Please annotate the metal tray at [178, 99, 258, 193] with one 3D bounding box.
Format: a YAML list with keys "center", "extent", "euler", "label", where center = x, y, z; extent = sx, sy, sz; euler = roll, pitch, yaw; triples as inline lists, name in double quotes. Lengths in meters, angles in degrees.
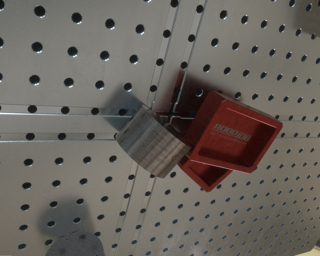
- center: [0.094, 0.030, 0.477]
  extent: [0.130, 0.030, 0.090]
  euler: [-43, 130, 1]
  label: "metal tray"

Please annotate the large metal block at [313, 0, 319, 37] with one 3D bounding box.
- center: [0.268, -0.175, 0.433]
  extent: [0.080, 0.050, 0.080]
  euler: [-26, 128, -12]
  label: "large metal block"

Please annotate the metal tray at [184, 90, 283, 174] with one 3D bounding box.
- center: [0.101, 0.010, 0.429]
  extent: [0.131, 0.030, 0.089]
  euler: [16, 110, -35]
  label: "metal tray"

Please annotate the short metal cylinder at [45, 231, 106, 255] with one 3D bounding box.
- center: [-0.115, 0.194, 0.433]
  extent: [0.081, 0.080, 0.050]
  euler: [-18, 126, -18]
  label: "short metal cylinder"

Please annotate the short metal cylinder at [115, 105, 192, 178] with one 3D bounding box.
- center: [-0.007, 0.016, 0.382]
  extent: [0.050, 0.080, 0.080]
  euler: [-49, 129, 6]
  label: "short metal cylinder"
